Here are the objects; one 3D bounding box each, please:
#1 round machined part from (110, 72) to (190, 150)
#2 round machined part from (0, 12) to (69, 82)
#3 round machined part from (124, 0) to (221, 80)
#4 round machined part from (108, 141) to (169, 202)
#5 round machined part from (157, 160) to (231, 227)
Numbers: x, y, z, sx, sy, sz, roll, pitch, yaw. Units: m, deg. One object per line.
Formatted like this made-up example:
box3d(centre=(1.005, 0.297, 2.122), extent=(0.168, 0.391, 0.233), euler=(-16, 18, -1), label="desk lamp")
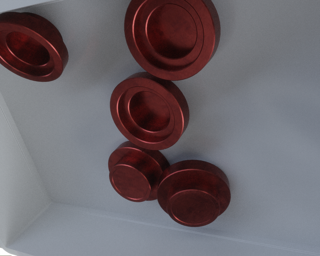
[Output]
box3d(centre=(-0.009, -0.024, 0.386), extent=(0.098, 0.042, 0.097), euler=(13, 124, 20), label="round machined part")
box3d(centre=(-0.166, -0.108, 0.400), extent=(0.099, 0.042, 0.098), euler=(9, 146, 6), label="round machined part")
box3d(centre=(0.015, -0.103, 0.325), extent=(0.098, 0.042, 0.097), euler=(13, 124, 20), label="round machined part")
box3d(centre=(-0.035, 0.070, 0.458), extent=(0.098, 0.042, 0.097), euler=(13, 124, 20), label="round machined part")
box3d(centre=(0.044, 0.093, 0.413), extent=(0.099, 0.042, 0.097), euler=(3, 122, 5), label="round machined part")
